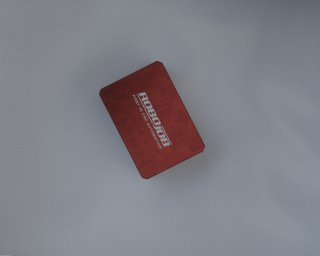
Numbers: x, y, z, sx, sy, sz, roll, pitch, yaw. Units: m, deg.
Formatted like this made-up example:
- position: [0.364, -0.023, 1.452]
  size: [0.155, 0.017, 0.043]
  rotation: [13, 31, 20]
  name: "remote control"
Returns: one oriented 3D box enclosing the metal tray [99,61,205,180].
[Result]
- position: [-0.010, -0.010, 0.409]
  size: [0.090, 0.030, 0.130]
  rotation: [-27, 90, 0]
  name: "metal tray"
